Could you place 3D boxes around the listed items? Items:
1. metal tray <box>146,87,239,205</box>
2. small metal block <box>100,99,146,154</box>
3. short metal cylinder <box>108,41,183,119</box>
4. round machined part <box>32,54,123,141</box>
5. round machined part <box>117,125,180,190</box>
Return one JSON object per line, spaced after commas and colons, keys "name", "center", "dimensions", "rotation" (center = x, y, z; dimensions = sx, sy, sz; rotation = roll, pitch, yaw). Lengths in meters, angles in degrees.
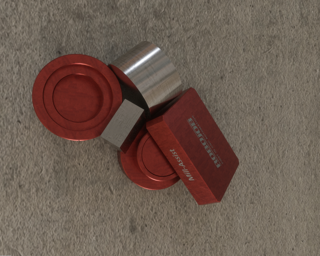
{"name": "metal tray", "center": [0.048, 0.022, 0.403], "dimensions": [0.130, 0.030, 0.090], "rotation": [56, 42, -12]}
{"name": "small metal block", "center": [-0.041, 0.000, 0.364], "dimensions": [0.025, 0.050, 0.050], "rotation": [31, 79, 7]}
{"name": "short metal cylinder", "center": [-0.019, -0.057, 0.376], "dimensions": [0.050, 0.080, 0.080], "rotation": [-40, 103, -16]}
{"name": "round machined part", "center": [-0.097, -0.034, 0.366], "dimensions": [0.099, 0.042, 0.097], "rotation": [0, 90, -21]}
{"name": "round machined part", "center": [-0.002, 0.032, 0.401], "dimensions": [0.099, 0.042, 0.097], "rotation": [0, 90, -21]}
